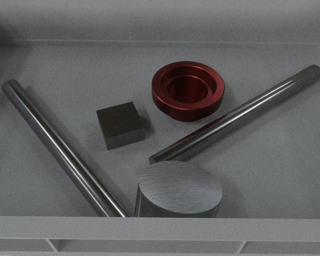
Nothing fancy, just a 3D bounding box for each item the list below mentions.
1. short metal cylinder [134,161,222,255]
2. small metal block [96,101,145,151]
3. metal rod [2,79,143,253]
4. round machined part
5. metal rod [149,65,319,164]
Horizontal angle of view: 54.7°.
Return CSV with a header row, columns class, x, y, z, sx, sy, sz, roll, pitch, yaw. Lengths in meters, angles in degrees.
class,x,y,z,sx,sy,sz,roll,pitch,yaw
short metal cylinder,0.016,0.076,0.307,0.081,0.050,0.080,7,27,-3
small metal block,-0.052,-0.004,0.407,0.050,0.025,0.050,-16,52,-13
metal rod,-0.121,0.027,0.380,0.025,0.025,0.300,-33,58,-25
round machined part,0.038,-0.047,0.434,0.099,0.042,0.098,0,50,0
metal rod,0.117,-0.021,0.423,0.302,0.025,0.025,-28,56,-22
